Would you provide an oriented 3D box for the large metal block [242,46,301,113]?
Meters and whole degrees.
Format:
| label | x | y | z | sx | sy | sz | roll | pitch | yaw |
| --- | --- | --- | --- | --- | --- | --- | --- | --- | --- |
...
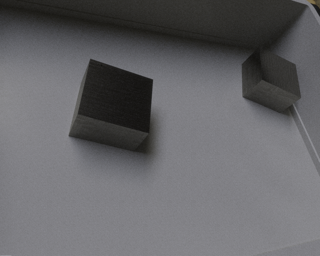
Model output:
| label | x | y | z | sx | sy | sz | roll | pitch | yaw |
| --- | --- | --- | --- | --- | --- | --- | --- | --- | --- |
| large metal block | 0.193 | -0.084 | 0.544 | 0.080 | 0.050 | 0.080 | 20 | 54 | -16 |

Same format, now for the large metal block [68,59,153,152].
| label | x | y | z | sx | sy | sz | roll | pitch | yaw |
| --- | --- | --- | --- | --- | --- | --- | --- | --- | --- |
| large metal block | -0.057 | -0.026 | 0.374 | 0.081 | 0.050 | 0.080 | 16 | 55 | -19 |
